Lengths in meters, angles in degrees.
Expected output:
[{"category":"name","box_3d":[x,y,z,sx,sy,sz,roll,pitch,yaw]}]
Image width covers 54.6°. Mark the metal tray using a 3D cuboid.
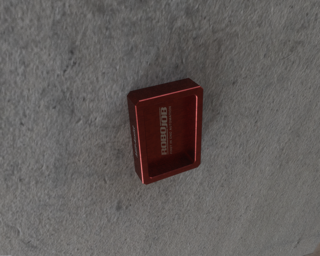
[{"category":"metal tray","box_3d":[0.009,0.006,0.411,0.091,0.030,0.129,-16,125,-19]}]
